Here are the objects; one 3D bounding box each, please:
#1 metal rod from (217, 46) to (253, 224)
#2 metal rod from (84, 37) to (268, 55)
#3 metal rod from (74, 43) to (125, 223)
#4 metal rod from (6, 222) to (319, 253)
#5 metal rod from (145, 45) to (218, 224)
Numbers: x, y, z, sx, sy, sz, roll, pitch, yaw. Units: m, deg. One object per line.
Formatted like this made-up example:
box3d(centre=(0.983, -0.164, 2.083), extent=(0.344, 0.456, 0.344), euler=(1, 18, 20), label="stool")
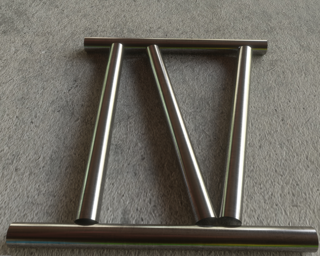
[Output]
box3d(centre=(0.106, -0.014, 0.416), extent=(0.025, 0.025, 0.300), euler=(10, 51, 8), label="metal rod")
box3d(centre=(0.026, -0.138, 0.521), extent=(0.302, 0.025, 0.025), euler=(1, 50, 0), label="metal rod")
box3d(centre=(-0.073, -0.016, 0.416), extent=(0.025, 0.025, 0.300), euler=(1, 50, 0), label="metal rod")
box3d(centre=(0.002, 0.110, 0.311), extent=(0.302, 0.025, 0.025), euler=(1, 50, 0), label="metal rod")
box3d(centre=(0.018, -0.014, 0.416), extent=(0.025, 0.025, 0.300), euler=(-9, 51, -8), label="metal rod")
